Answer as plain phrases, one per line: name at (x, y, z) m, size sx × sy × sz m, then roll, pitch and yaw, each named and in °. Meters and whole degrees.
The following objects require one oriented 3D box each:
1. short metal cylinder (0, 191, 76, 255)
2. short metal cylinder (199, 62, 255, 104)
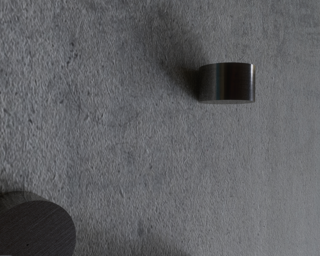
short metal cylinder at (-0.126, 0.102, 0.283) m, size 0.081 × 0.050 × 0.080 m, roll 0°, pitch 90°, yaw -40°
short metal cylinder at (0.097, -0.062, 0.450) m, size 0.081 × 0.080 × 0.050 m, roll 0°, pitch 90°, yaw -40°
